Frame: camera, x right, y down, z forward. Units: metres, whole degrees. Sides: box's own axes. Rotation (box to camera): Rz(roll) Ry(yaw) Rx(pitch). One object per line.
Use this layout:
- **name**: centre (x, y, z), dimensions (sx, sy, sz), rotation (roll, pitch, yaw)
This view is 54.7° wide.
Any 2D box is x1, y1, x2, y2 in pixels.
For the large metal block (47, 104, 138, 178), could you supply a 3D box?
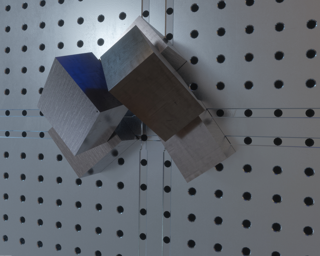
- **large metal block**: centre (-0.093, 0.010, 0.430), dimensions (0.080, 0.050, 0.080), rotation (-41, 78, 15)

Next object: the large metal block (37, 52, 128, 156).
- **large metal block**: centre (-0.089, -0.028, 0.360), dimensions (0.080, 0.050, 0.080), rotation (49, 130, 13)

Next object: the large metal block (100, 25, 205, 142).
- **large metal block**: centre (-0.010, -0.046, 0.311), dimensions (0.050, 0.080, 0.080), rotation (-39, 35, 11)

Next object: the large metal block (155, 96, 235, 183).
- **large metal block**: centre (0.041, 0.011, 0.367), dimensions (0.050, 0.080, 0.080), rotation (-35, 79, 16)

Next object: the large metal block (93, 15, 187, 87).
- **large metal block**: centre (-0.022, -0.082, 0.389), dimensions (0.080, 0.080, 0.050), rotation (-43, 77, 15)
